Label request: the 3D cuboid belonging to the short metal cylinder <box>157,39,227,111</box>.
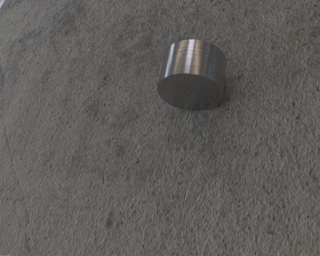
[{"bbox_3d":[0.041,-0.063,0.387,0.080,0.080,0.050,-3,60,27],"label":"short metal cylinder"}]
